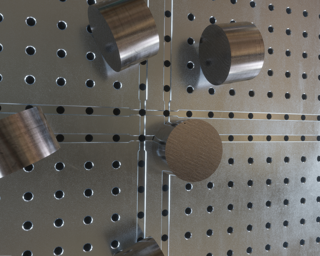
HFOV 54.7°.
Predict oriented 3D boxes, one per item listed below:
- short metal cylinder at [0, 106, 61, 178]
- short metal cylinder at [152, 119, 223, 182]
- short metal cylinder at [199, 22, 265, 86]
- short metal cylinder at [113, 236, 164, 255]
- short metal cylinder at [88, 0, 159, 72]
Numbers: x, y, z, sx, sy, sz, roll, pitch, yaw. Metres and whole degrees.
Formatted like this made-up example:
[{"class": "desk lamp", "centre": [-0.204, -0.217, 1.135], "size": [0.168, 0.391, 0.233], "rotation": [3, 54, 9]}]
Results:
[{"class": "short metal cylinder", "centre": [-0.154, 0.016, 0.327], "size": [0.081, 0.080, 0.050], "rotation": [-26, 99, -18]}, {"class": "short metal cylinder", "centre": [0.035, 0.028, 0.414], "size": [0.081, 0.050, 0.079], "rotation": [0, 90, -21]}, {"class": "short metal cylinder", "centre": [0.094, -0.101, 0.420], "size": [0.050, 0.080, 0.079], "rotation": [-12, 94, -20]}, {"class": "short metal cylinder", "centre": [-0.018, 0.181, 0.378], "size": [0.050, 0.080, 0.080], "rotation": [-21, 97, -19]}, {"class": "short metal cylinder", "centre": [-0.044, -0.113, 0.368], "size": [0.050, 0.080, 0.080], "rotation": [-28, 100, -18]}]
